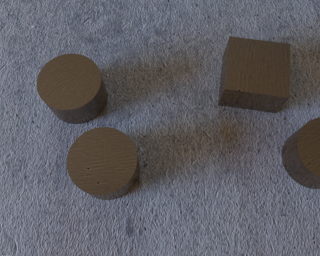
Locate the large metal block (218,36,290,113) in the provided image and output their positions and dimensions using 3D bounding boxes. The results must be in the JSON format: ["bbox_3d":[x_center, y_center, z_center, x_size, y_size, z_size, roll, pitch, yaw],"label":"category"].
[{"bbox_3d":[0.127,-0.072,0.422,0.080,0.050,0.080,8,70,3],"label":"large metal block"}]

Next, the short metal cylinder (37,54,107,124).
[{"bbox_3d":[-0.114,-0.051,0.413,0.081,0.050,0.080,0,70,0],"label":"short metal cylinder"}]

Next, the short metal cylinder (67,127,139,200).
[{"bbox_3d":[-0.066,0.045,0.378,0.081,0.050,0.080,0,70,0],"label":"short metal cylinder"}]

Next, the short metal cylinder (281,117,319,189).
[{"bbox_3d":[0.201,0.032,0.384,0.081,0.050,0.080,0,70,0],"label":"short metal cylinder"}]
